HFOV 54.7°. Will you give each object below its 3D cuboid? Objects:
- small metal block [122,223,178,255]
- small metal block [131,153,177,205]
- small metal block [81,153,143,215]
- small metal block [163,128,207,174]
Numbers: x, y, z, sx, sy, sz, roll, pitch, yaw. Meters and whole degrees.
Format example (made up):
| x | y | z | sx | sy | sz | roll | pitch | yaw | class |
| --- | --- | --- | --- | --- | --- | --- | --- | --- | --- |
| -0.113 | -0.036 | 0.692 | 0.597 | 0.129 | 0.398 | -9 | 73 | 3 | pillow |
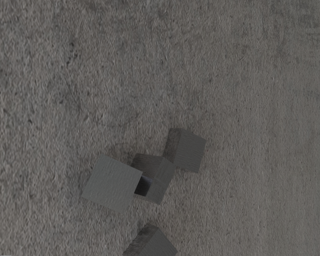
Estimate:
| x | y | z | sx | sy | sz | roll | pitch | yaw | class |
| --- | --- | --- | --- | --- | --- | --- | --- | --- | --- |
| -0.012 | 0.160 | 0.395 | 0.050 | 0.025 | 0.050 | -47 | 118 | -30 | small metal block |
| -0.015 | 0.060 | 0.375 | 0.025 | 0.050 | 0.050 | 40 | 66 | -35 | small metal block |
| -0.054 | 0.063 | 0.346 | 0.050 | 0.025 | 0.050 | 26 | 72 | -9 | small metal block |
| 0.034 | 0.032 | 0.433 | 0.050 | 0.025 | 0.050 | 25 | 74 | -37 | small metal block |
